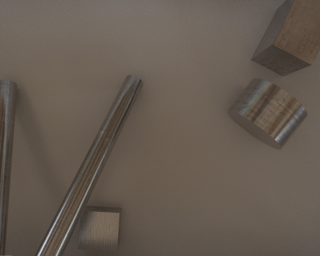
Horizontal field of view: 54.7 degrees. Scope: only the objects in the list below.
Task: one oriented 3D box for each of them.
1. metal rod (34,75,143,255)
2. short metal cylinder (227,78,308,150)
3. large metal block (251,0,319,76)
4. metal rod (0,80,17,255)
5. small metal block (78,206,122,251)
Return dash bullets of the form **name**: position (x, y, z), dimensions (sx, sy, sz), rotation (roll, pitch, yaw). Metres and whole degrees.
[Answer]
- **metal rod**: position (-0.086, 0.063, 0.349), dimensions (0.025, 0.025, 0.300), rotation (23, 65, 0)
- **short metal cylinder**: position (0.132, -0.017, 0.386), dimensions (0.080, 0.080, 0.050), rotation (38, 90, -1)
- **large metal block**: position (0.166, -0.117, 0.386), dimensions (0.050, 0.080, 0.080), rotation (28, 90, -1)
- **metal rod**: position (-0.181, 0.074, 0.343), dimensions (0.025, 0.025, 0.299), rotation (-10, 63, 0)
- **small metal block**: position (-0.079, 0.133, 0.411), dimensions (0.050, 0.025, 0.050), rotation (4, 90, -1)
